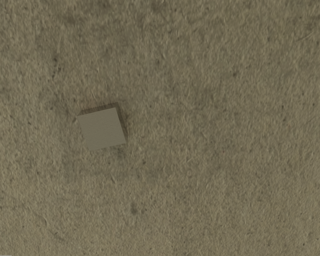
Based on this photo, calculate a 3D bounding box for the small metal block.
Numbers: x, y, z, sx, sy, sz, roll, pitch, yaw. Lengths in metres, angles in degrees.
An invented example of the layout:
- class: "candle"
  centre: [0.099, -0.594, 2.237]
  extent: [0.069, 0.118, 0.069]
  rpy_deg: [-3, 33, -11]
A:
- class: "small metal block"
  centre: [-0.074, -0.002, 0.408]
  extent: [0.050, 0.025, 0.050]
  rpy_deg: [-13, 110, 4]
